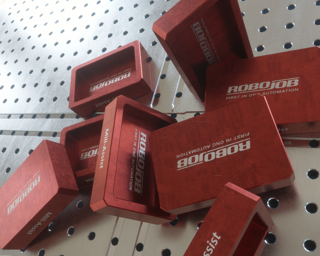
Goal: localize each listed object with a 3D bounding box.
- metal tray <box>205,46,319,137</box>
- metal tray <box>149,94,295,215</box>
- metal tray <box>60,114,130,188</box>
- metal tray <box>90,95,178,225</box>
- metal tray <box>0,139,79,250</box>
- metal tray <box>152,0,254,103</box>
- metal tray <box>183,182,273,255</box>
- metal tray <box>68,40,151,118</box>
[{"bbox_3d":[0.119,-0.038,0.358,0.130,0.030,0.090,-6,65,24],"label":"metal tray"},{"bbox_3d":[0.058,0.029,0.321,0.130,0.030,0.090,-20,61,17],"label":"metal tray"},{"bbox_3d":[-0.080,0.027,0.431,0.130,0.030,0.090,-17,55,18],"label":"metal tray"},{"bbox_3d":[-0.023,0.036,0.355,0.030,0.090,0.130,-33,45,45],"label":"metal tray"},{"bbox_3d":[-0.171,0.090,0.419,0.130,0.030,0.090,-44,51,17],"label":"metal tray"},{"bbox_3d":[0.058,-0.099,0.372,0.090,0.130,0.030,-40,51,1],"label":"metal tray"},{"bbox_3d":[0.049,0.121,0.266,0.030,0.090,0.130,24,75,35],"label":"metal tray"},{"bbox_3d":[-0.082,-0.078,0.496,0.130,0.030,0.090,-19,54,17],"label":"metal tray"}]
